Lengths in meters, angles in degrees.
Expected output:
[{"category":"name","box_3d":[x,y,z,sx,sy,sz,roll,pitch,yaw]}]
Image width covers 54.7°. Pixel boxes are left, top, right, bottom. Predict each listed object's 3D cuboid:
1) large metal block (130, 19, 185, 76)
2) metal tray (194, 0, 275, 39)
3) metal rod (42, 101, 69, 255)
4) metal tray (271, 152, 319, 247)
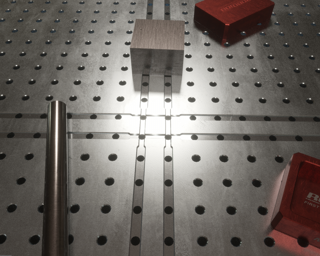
[{"category":"large metal block","box_3d":[-0.002,-0.131,0.502,0.080,0.050,0.080,3,50,2]},{"category":"metal tray","box_3d":[0.142,-0.225,0.595,0.131,0.030,0.090,-30,56,-23]},{"category":"metal rod","box_3d":[-0.113,0.084,0.335,0.025,0.025,0.300,-9,51,-8]},{"category":"metal tray","box_3d":[0.197,0.088,0.332,0.130,0.030,0.090,21,53,16]}]
